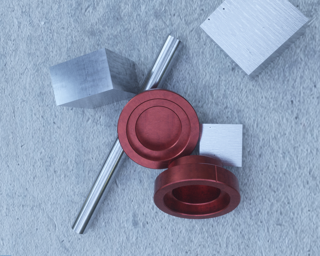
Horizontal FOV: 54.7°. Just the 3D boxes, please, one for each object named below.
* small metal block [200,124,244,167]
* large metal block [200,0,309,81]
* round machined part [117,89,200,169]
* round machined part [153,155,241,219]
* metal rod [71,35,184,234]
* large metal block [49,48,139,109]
[{"bbox_3d":[0.077,0.020,0.382,0.050,0.025,0.050,1,90,20],"label":"small metal block"},{"bbox_3d":[0.107,-0.113,0.358,0.080,0.050,0.080,-44,77,14],"label":"large metal block"},{"bbox_3d":[-0.002,-0.001,0.388,0.099,0.042,0.097,0,101,-1],"label":"round machined part"},{"bbox_3d":[0.043,0.068,0.366,0.098,0.098,0.042,-14,47,19],"label":"round machined part"},{"bbox_3d":[-0.048,0.015,0.425,0.025,0.025,0.299,31,100,17],"label":"metal rod"},{"bbox_3d":[-0.082,-0.061,0.409,0.080,0.080,0.050,-14,86,19],"label":"large metal block"}]
